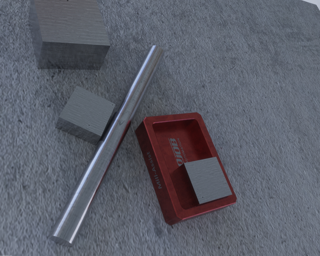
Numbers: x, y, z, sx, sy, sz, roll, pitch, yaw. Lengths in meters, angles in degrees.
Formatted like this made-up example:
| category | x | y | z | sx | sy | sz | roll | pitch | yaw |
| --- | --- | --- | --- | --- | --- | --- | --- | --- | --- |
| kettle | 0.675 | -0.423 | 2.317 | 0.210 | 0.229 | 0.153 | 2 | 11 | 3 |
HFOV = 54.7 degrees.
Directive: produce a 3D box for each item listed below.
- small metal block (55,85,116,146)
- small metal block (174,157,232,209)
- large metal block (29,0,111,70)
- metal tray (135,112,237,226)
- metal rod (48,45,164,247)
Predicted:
| category | x | y | z | sx | sy | sz | roll | pitch | yaw |
| --- | --- | --- | --- | --- | --- | --- | --- | --- | --- |
| small metal block | -0.087 | -0.015 | 0.367 | 0.050 | 0.025 | 0.050 | 26 | 52 | -12 |
| small metal block | 0.052 | 0.066 | 0.377 | 0.050 | 0.025 | 0.050 | -7 | 65 | -32 |
| large metal block | -0.119 | -0.123 | 0.400 | 0.081 | 0.050 | 0.080 | -5 | 64 | -31 |
| metal tray | 0.031 | 0.045 | 0.391 | 0.091 | 0.030 | 0.130 | -7 | 65 | -32 |
| metal rod | -0.049 | -0.005 | 0.381 | 0.025 | 0.025 | 0.300 | 29 | 52 | -10 |
